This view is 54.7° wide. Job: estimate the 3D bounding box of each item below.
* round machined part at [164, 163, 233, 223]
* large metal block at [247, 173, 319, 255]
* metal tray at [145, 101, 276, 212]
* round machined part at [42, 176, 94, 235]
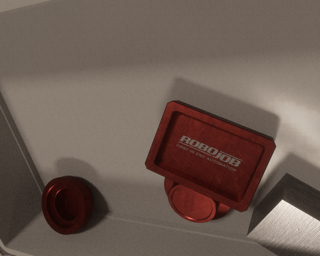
[{"bbox_3d":[0.050,0.091,0.427,0.098,0.042,0.097,13,124,20],"label":"round machined part"},{"bbox_3d":[0.166,0.115,0.376,0.080,0.050,0.079,30,128,8],"label":"large metal block"},{"bbox_3d":[0.057,0.030,0.370,0.130,0.030,0.089,23,101,13],"label":"metal tray"},{"bbox_3d":[-0.156,0.132,0.542,0.098,0.042,0.097,1,91,27],"label":"round machined part"}]
